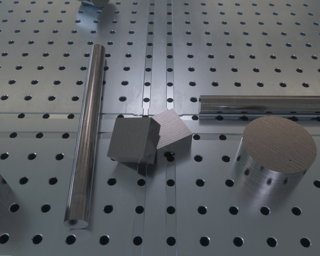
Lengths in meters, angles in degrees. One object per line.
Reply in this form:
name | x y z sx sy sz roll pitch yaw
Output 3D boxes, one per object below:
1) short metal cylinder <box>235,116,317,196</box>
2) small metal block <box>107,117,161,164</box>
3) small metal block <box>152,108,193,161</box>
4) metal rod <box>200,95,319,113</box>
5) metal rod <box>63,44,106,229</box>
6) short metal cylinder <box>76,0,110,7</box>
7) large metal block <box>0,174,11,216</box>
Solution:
short metal cylinder | 0.133 0.032 0.365 0.080 0.050 0.080 0 50 0
small metal block | -0.031 0.015 0.374 0.050 0.025 0.050 0 68 28
small metal block | 0.007 0.007 0.401 0.050 0.025 0.050 -22 54 -18
metal rod | 0.207 -0.033 0.436 0.302 0.025 0.025 0 50 0
metal rod | -0.095 -0.014 0.418 0.025 0.025 0.300 -2 50 -2
short metal cylinder | -0.134 -0.285 0.611 0.050 0.080 0.080 23 54 18
large metal block | -0.216 0.063 0.317 0.080 0.080 0.050 2 50 1
